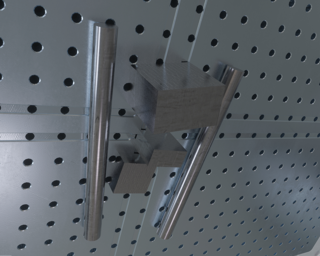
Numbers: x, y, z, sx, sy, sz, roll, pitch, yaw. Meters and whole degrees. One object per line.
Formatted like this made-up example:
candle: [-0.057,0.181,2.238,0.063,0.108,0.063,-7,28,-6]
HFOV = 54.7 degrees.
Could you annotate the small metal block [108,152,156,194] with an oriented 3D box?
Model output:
small metal block: [-0.038,0.063,0.430,0.050,0.025,0.050,7,115,-32]

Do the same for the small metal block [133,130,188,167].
small metal block: [0.000,0.027,0.412,0.050,0.050,0.025,6,115,-31]

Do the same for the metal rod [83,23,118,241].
metal rod: [-0.077,0.026,0.384,0.025,0.025,0.298,-5,121,-26]

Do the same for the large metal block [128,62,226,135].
large metal block: [0.015,-0.039,0.360,0.081,0.080,0.050,-8,122,-25]

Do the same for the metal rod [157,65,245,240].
metal rod: [0.054,0.050,0.472,0.025,0.025,0.298,6,115,-31]
